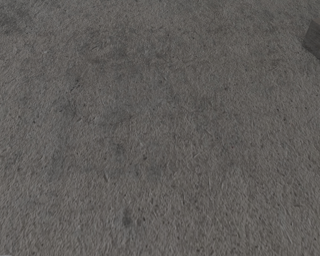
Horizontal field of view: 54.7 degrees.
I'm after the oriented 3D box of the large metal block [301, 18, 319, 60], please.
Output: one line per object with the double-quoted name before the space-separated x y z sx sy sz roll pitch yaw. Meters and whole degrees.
"large metal block" 0.301 -0.145 0.511 0.081 0.050 0.080 -18 53 -15
